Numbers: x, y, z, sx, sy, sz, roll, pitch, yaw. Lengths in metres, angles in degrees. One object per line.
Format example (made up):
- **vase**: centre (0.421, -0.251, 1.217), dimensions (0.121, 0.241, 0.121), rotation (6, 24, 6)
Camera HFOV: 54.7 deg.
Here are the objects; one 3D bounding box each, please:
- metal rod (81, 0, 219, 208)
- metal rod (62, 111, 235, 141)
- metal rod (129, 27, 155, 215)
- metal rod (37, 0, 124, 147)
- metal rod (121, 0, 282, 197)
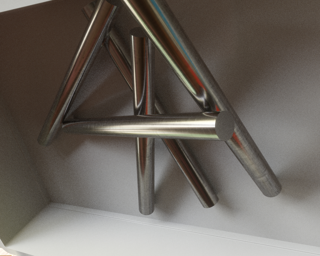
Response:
- **metal rod**: centre (-0.005, -0.020, 0.397), dimensions (0.025, 0.025, 0.299), rotation (-21, 108, 35)
- **metal rod**: centre (-0.044, -0.002, 0.366), dimensions (0.300, 0.025, 0.025), rotation (0, 121, 50)
- **metal rod**: centre (-0.019, 0.018, 0.401), dimensions (0.025, 0.025, 0.298), rotation (17, 134, 18)
- **metal rod**: centre (-0.120, -0.055, 0.415), dimensions (0.025, 0.025, 0.298), rotation (43, 135, -2)
- **metal rod**: centre (0.058, -0.012, 0.292), dimensions (0.025, 0.025, 0.300), rotation (-12, 137, 33)
